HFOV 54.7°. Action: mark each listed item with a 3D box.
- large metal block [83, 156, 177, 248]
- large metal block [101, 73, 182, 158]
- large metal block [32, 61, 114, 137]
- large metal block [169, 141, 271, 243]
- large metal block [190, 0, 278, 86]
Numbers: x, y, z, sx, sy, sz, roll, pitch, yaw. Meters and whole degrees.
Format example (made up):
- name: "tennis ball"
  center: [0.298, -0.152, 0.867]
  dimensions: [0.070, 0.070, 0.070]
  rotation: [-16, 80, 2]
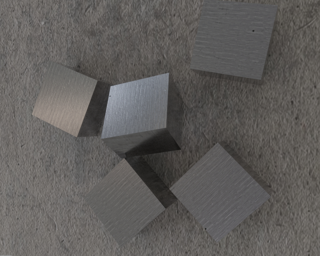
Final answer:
- name: "large metal block"
  center: [-0.038, 0.093, 0.409]
  dimensions: [0.080, 0.050, 0.080]
  rotation: [-44, 77, 14]
- name: "large metal block"
  center: [-0.019, -0.014, 0.384]
  dimensions: [0.080, 0.050, 0.080]
  rotation: [-10, 54, 19]
- name: "large metal block"
  center: [-0.121, -0.040, 0.438]
  dimensions: [0.080, 0.050, 0.080]
  rotation: [24, 98, 18]
- name: "large metal block"
  center: [0.073, 0.072, 0.370]
  dimensions: [0.080, 0.050, 0.080]
  rotation: [-46, 76, 14]
- name: "large metal block"
  center: [0.088, -0.099, 0.365]
  dimensions: [0.080, 0.050, 0.079]
  rotation: [13, 94, 19]
